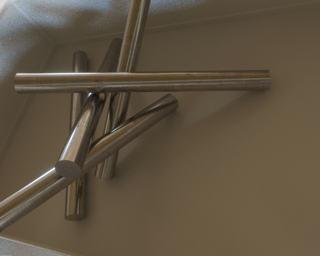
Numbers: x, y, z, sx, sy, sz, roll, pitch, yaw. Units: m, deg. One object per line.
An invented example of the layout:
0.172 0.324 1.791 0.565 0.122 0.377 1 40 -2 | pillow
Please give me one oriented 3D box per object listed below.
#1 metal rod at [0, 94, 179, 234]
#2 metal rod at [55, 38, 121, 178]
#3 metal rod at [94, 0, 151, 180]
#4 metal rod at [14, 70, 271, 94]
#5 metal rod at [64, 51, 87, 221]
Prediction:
-0.087 0.038 0.340 0.025 0.025 0.302 25 47 37 | metal rod
-0.080 -0.052 0.415 0.025 0.025 0.300 -19 34 17 | metal rod
-0.043 -0.081 0.402 0.025 0.025 0.298 14 93 34 | metal rod
-0.021 -0.056 0.376 0.302 0.025 0.025 -1 59 0 | metal rod
-0.126 -0.009 0.477 0.025 0.025 0.299 -20 54 16 | metal rod
